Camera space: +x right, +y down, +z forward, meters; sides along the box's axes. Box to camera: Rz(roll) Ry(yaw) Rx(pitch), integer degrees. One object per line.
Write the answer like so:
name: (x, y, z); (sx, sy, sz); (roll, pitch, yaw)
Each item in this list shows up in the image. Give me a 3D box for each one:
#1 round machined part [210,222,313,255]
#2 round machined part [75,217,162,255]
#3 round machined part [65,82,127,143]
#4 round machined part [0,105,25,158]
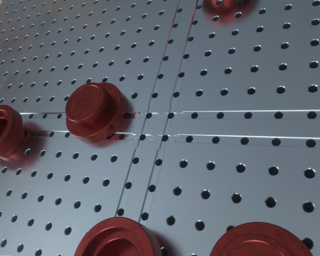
round machined part: (0.087, 0.132, 0.270); (0.098, 0.042, 0.098); (-13, 56, 20)
round machined part: (-0.041, 0.148, 0.327); (0.098, 0.042, 0.098); (-13, 56, 20)
round machined part: (-0.102, -0.030, 0.467); (0.098, 0.042, 0.098); (-13, 56, 20)
round machined part: (-0.274, 0.012, 0.530); (0.098, 0.042, 0.098); (-13, 56, 20)
